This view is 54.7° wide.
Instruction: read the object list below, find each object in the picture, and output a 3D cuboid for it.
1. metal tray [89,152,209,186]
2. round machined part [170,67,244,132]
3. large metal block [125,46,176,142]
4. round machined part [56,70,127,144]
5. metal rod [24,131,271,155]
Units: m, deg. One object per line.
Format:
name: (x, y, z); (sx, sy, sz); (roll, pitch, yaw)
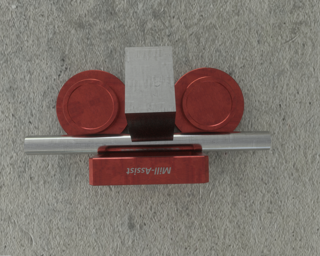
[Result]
metal tray: (-0.012, 0.046, 0.378); (0.131, 0.090, 0.030); (-1, 90, -1)
round machined part: (0.061, -0.031, 0.403); (0.099, 0.042, 0.097); (0, 90, -1)
large metal block: (-0.011, -0.036, 0.357); (0.050, 0.080, 0.080); (-2, 67, -1)
round machined part: (-0.085, -0.027, 0.400); (0.099, 0.042, 0.097); (0, 90, -1)
metal rod: (-0.014, 0.019, 0.390); (0.302, 0.025, 0.025); (-1, 90, -1)
